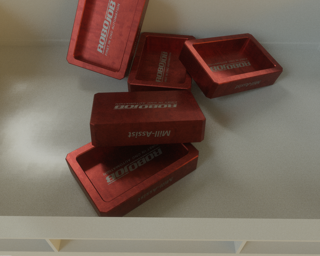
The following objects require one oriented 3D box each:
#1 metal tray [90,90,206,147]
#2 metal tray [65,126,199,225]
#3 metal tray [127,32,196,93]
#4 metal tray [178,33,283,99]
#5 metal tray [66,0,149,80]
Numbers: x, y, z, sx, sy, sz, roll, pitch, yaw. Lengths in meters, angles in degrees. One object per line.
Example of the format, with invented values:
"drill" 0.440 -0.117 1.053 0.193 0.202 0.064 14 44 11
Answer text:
"metal tray" -0.017 -0.015 0.388 0.131 0.030 0.090 -2 30 -7
"metal tray" -0.031 0.040 0.367 0.131 0.030 0.090 -29 56 -23
"metal tray" 0.006 -0.098 0.483 0.091 0.030 0.130 6 50 4
"metal tray" 0.105 -0.096 0.460 0.131 0.030 0.090 -15 59 -27
"metal tray" -0.076 -0.146 0.452 0.090 0.129 0.030 18 18 1
